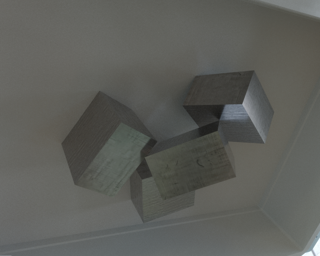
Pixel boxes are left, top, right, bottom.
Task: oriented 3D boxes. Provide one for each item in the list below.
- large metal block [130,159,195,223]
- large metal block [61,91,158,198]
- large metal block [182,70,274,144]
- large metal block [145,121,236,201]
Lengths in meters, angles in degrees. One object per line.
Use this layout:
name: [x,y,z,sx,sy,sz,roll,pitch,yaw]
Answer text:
large metal block: [0.003,0.078,0.442,0.081,0.050,0.079,-13,124,-21]
large metal block: [-0.061,0.017,0.350,0.050,0.080,0.080,31,101,-38]
large metal block: [0.089,-0.025,0.397,0.080,0.080,0.050,48,57,-40]
large metal block: [0.038,0.033,0.354,0.080,0.080,0.050,-21,94,14]
